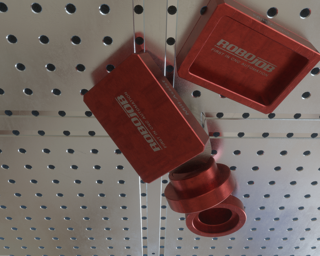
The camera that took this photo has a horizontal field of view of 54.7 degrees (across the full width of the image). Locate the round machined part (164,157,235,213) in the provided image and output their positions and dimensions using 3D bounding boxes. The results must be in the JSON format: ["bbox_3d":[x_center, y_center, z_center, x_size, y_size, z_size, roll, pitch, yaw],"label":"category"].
[{"bbox_3d":[0.051,0.073,0.433,0.098,0.098,0.042,-19,103,15],"label":"round machined part"}]

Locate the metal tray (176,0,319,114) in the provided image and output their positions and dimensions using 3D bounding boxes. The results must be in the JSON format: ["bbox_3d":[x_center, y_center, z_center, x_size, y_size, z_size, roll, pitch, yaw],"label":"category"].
[{"bbox_3d":[0.095,-0.076,0.344,0.131,0.030,0.089,20,127,-17],"label":"metal tray"}]

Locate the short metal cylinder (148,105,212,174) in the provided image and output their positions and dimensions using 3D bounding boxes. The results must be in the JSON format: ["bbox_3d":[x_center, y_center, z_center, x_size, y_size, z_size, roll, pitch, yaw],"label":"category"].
[{"bbox_3d":[0.024,0.015,0.409,0.081,0.050,0.079,0,130,0],"label":"short metal cylinder"}]

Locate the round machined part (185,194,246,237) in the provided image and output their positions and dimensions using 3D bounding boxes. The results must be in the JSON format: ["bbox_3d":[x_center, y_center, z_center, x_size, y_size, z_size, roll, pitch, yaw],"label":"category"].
[{"bbox_3d":[0.091,0.139,0.520,0.099,0.042,0.097,-1,130,0],"label":"round machined part"}]

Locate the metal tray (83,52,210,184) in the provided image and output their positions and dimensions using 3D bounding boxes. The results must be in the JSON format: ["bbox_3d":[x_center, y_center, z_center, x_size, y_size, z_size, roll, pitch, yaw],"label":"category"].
[{"bbox_3d":[-0.016,-0.010,0.360,0.090,0.030,0.130,-35,93,25],"label":"metal tray"}]
